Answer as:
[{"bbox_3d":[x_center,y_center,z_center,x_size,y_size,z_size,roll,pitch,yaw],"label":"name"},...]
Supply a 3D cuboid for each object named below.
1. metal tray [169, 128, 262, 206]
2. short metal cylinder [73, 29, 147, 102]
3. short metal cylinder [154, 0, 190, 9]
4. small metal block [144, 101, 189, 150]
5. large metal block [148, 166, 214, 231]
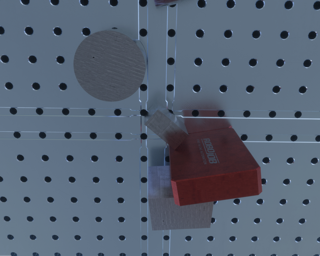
[{"bbox_3d":[0.058,0.040,0.372,0.090,0.130,0.030,-9,108,3],"label":"metal tray"},{"bbox_3d":[-0.057,-0.077,0.371,0.081,0.050,0.079,0,110,0],"label":"short metal cylinder"},{"bbox_3d":[0.011,-0.171,0.321,0.050,0.080,0.080,-14,110,5],"label":"short metal cylinder"},{"bbox_3d":[0.007,-0.005,0.397,0.050,0.050,0.025,40,102,-13],"label":"small metal block"},{"bbox_3d":[0.027,0.095,0.420,0.080,0.050,0.080,-3,134,1],"label":"large metal block"}]
